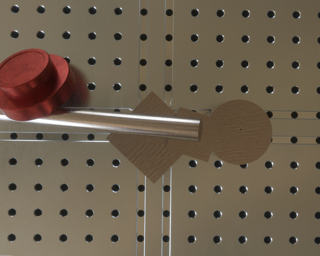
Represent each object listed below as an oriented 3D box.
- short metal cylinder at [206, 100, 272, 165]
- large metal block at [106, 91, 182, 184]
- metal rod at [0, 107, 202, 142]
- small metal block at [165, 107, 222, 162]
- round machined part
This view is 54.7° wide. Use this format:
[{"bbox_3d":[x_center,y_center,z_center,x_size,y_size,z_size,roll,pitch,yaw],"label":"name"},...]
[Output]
[{"bbox_3d":[0.097,0.005,0.402,0.081,0.050,0.079,0,90,-1],"label":"short metal cylinder"},{"bbox_3d":[-0.008,0.011,0.399,0.080,0.050,0.080,44,90,-1],"label":"large metal block"},{"bbox_3d":[-0.101,-0.011,0.368,0.301,0.025,0.025,5,90,16],"label":"metal rod"},{"bbox_3d":[0.038,0.007,0.362,0.050,0.025,0.050,19,90,-1],"label":"small metal block"},{"bbox_3d":[-0.157,-0.059,0.376,0.098,0.042,0.098,-6,51,8],"label":"round machined part"}]
